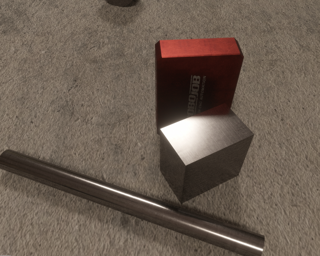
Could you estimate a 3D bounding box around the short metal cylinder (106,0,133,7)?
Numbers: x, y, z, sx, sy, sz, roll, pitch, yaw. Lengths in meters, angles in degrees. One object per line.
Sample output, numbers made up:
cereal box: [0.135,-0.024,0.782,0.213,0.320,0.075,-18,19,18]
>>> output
short metal cylinder: [-0.077,-0.289,0.610,0.080,0.080,0.050,16,52,12]

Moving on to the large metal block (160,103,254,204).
large metal block: [0.048,0.029,0.344,0.081,0.080,0.050,-22,54,-18]

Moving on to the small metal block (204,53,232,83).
small metal block: [0.086,-0.086,0.460,0.050,0.050,0.025,7,51,5]

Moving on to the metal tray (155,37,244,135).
metal tray: [0.041,-0.044,0.372,0.091,0.129,0.030,-3,50,-3]

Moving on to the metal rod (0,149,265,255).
metal rod: [-0.042,0.078,0.337,0.301,0.025,0.025,16,52,12]
